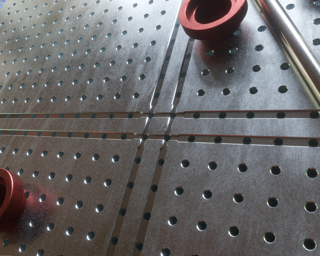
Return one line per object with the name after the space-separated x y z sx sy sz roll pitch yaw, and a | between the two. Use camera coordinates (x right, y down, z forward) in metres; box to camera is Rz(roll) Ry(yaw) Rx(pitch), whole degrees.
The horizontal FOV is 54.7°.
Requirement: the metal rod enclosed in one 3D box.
0.159 -0.141 0.411 0.025 0.025 0.299 -22 53 15 | metal rod

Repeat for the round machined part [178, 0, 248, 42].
0.080 -0.166 0.457 0.098 0.042 0.098 -13 56 21 | round machined part

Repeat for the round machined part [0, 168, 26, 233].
-0.238 0.112 0.454 0.098 0.042 0.098 -13 56 21 | round machined part
